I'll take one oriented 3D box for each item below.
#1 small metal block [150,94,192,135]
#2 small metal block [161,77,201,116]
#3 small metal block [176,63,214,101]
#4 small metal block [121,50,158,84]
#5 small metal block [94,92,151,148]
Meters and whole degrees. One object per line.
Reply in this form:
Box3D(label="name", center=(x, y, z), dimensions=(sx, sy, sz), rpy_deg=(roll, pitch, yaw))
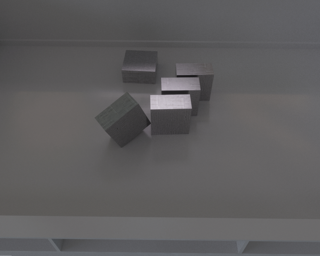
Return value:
Box3D(label="small metal block", center=(0.013, -0.017, 0.403), dimensions=(0.050, 0.050, 0.025), rpy_deg=(-1, 50, -2))
Box3D(label="small metal block", center=(0.027, -0.042, 0.424), dimensions=(0.050, 0.050, 0.025), rpy_deg=(-1, 50, -1))
Box3D(label="small metal block", center=(0.048, -0.065, 0.444), dimensions=(0.050, 0.050, 0.025), rpy_deg=(-1, 50, -1))
Box3D(label="small metal block", center=(-0.031, -0.096, 0.485), dimensions=(0.050, 0.025, 0.050), rpy_deg=(3, 50, 2))
Box3D(label="small metal block", center=(-0.045, -0.009, 0.387), dimensions=(0.050, 0.050, 0.025), rpy_deg=(-40, 58, -6))
